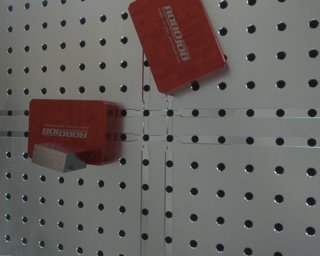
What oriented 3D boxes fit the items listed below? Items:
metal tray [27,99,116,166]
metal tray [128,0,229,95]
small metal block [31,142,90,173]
[{"bbox_3d":[-0.131,0.004,0.456,0.130,0.030,0.089,3,91,19],"label":"metal tray"},{"bbox_3d":[0.022,-0.118,0.402,0.090,0.030,0.129,-22,83,18],"label":"metal tray"},{"bbox_3d":[-0.131,0.038,0.413,0.050,0.050,0.025,14,95,19],"label":"small metal block"}]
